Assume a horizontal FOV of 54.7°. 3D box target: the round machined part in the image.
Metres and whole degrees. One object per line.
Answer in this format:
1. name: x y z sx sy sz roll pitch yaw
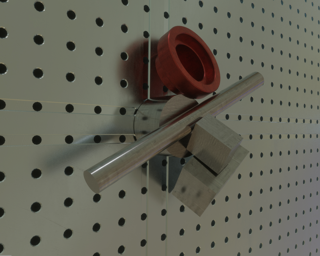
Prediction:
1. round machined part: 0.033 -0.082 0.412 0.099 0.042 0.098 25 52 -35

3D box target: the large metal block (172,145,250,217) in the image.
1. large metal block: 0.067 0.062 0.421 0.080 0.050 0.080 -43 161 -32

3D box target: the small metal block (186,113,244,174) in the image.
1. small metal block: 0.064 0.019 0.369 0.025 0.050 0.050 -37 155 -34

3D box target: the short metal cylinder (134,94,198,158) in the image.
1. short metal cylinder: 0.014 -0.003 0.406 0.081 0.050 0.079 0 90 -40

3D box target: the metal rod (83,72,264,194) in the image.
1. metal rod: 0.041 -0.011 0.380 0.302 0.025 0.025 -31 109 -36
